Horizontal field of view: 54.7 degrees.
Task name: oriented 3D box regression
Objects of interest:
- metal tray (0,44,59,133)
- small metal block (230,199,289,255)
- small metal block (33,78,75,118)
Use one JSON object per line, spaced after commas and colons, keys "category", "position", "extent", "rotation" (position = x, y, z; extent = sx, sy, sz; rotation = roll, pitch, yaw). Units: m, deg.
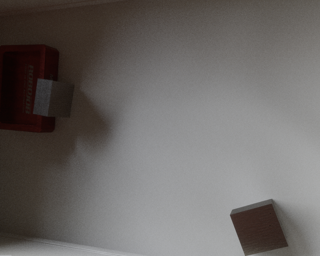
{"category": "metal tray", "position": [-0.206, -0.060, 0.478], "extent": [0.090, 0.030, 0.129], "rotation": [4, 91, 19]}
{"category": "small metal block", "position": [0.118, 0.118, 0.369], "extent": [0.050, 0.025, 0.050], "rotation": [-22, 83, 18]}
{"category": "small metal block", "position": [-0.153, -0.042, 0.450], "extent": [0.025, 0.050, 0.050], "rotation": [10, 94, 19]}
